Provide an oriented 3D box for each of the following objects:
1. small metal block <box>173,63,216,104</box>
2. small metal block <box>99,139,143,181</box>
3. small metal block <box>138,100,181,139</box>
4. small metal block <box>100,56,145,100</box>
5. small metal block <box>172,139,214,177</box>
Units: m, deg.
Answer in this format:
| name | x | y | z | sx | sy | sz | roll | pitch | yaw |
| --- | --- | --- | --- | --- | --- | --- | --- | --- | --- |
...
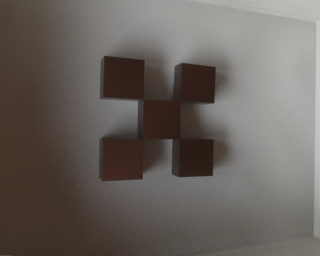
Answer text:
| name | x | y | z | sx | sy | sz | roll | pitch | yaw |
| --- | --- | --- | --- | --- | --- | --- | --- | --- | --- |
| small metal block | 0.047 | -0.059 | 0.425 | 0.050 | 0.025 | 0.050 | 3 | 89 | -20 |
| small metal block | -0.049 | 0.039 | 0.390 | 0.050 | 0.025 | 0.050 | 1 | 90 | -20 |
| small metal block | -0.001 | -0.011 | 0.407 | 0.050 | 0.025 | 0.050 | 0 | 90 | -20 |
| small metal block | -0.048 | -0.061 | 0.391 | 0.050 | 0.025 | 0.050 | 2 | 90 | -20 |
| small metal block | 0.045 | 0.040 | 0.424 | 0.050 | 0.025 | 0.050 | 1 | 90 | -20 |
